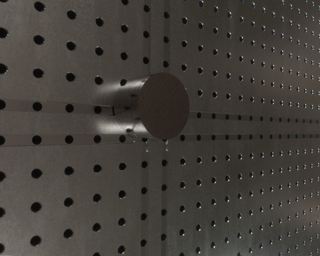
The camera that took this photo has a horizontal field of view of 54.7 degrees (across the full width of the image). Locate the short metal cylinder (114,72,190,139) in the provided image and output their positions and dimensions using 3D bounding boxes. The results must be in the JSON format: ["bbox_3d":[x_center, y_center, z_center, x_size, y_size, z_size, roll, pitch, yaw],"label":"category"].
[{"bbox_3d":[-0.009,-0.026,0.387,0.081,0.050,0.079,0,91,-40],"label":"short metal cylinder"}]
